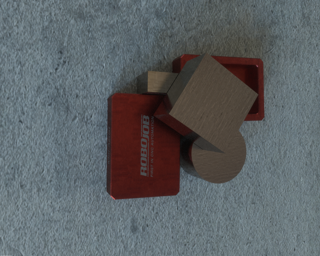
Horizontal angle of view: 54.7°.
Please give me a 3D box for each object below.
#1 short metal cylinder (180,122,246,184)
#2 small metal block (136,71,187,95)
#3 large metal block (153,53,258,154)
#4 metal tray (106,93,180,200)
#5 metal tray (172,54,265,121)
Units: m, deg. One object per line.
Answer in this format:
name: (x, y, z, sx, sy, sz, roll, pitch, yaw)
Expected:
short metal cylinder: (0.069, 0.032, 0.422, 0.081, 0.050, 0.080, 0, 90, -20)
small metal block: (0.001, -0.055, 0.397, 0.050, 0.050, 0.025, 1, 90, -20)
large metal block: (0.053, -0.027, 0.362, 0.080, 0.050, 0.080, 34, 79, -17)
metal tray: (-0.021, 0.022, 0.401, 0.091, 0.030, 0.129, 1, 90, -20)
metal tray: (0.084, -0.054, 0.439, 0.131, 0.030, 0.089, -2, 91, -20)
